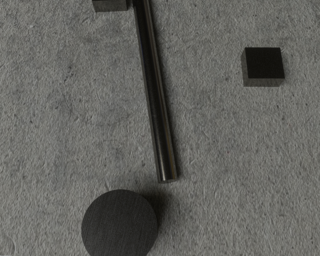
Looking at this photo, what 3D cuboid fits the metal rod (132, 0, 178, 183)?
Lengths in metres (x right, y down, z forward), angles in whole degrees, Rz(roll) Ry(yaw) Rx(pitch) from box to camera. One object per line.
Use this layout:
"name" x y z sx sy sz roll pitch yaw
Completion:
"metal rod" -0.011 -0.073 0.434 0.025 0.025 0.299 -8 70 -3

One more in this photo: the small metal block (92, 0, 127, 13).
"small metal block" -0.079 -0.211 0.484 0.050 0.025 0.050 -4 70 -2

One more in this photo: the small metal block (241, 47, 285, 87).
"small metal block" 0.145 -0.087 0.442 0.050 0.025 0.050 0 70 -1

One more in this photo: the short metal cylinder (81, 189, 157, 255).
"short metal cylinder" -0.043 0.114 0.353 0.081 0.050 0.080 0 70 0
